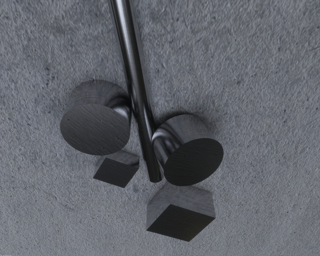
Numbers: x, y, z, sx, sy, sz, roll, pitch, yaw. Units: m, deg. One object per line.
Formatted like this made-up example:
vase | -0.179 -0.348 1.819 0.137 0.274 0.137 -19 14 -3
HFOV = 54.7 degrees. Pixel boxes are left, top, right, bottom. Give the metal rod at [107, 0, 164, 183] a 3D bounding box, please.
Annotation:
metal rod | -0.025 -0.039 0.373 0.025 0.025 0.298 -6 130 4

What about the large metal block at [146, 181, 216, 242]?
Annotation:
large metal block | 0.032 0.136 0.507 0.080 0.050 0.080 22 127 -18

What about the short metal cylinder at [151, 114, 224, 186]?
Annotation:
short metal cylinder | 0.034 0.029 0.401 0.081 0.050 0.079 -12 130 -15

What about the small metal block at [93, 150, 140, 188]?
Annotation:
small metal block | -0.064 0.058 0.455 0.050 0.025 0.050 22 127 -19

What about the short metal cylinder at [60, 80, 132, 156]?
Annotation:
short metal cylinder | -0.075 -0.012 0.380 0.081 0.050 0.079 0 130 0
